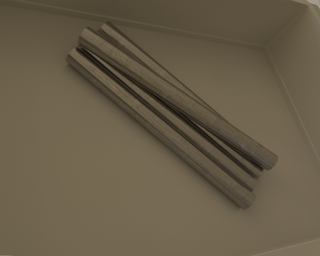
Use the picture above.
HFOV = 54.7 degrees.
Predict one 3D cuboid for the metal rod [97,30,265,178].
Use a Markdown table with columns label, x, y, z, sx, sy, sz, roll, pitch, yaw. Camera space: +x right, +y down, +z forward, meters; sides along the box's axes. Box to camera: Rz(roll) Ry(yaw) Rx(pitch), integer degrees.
| label | x | y | z | sx | sy | sz | roll | pitch | yaw |
| --- | --- | --- | --- | --- | --- | --- | --- | --- | --- |
| metal rod | 0.024 | -0.031 | 0.435 | 0.300 | 0.025 | 0.025 | 40 | 51 | -1 |

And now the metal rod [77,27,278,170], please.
| label | x | y | z | sx | sy | sz | roll | pitch | yaw |
| --- | --- | --- | --- | --- | --- | --- | --- | --- | --- |
| metal rod | 0.028 | -0.035 | 0.407 | 0.301 | 0.025 | 0.025 | 33 | 51 | -6 |

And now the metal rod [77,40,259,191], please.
| label | x | y | z | sx | sy | sz | roll | pitch | yaw |
| --- | --- | --- | --- | --- | --- | --- | --- | --- | --- |
| metal rod | 0.011 | -0.017 | 0.420 | 0.300 | 0.025 | 0.025 | 40 | 51 | -1 |

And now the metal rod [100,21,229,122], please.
| label | x | y | z | sx | sy | sz | roll | pitch | yaw |
| --- | --- | --- | --- | --- | --- | --- | --- | --- | --- |
| metal rod | 0.034 | -0.048 | 0.451 | 0.300 | 0.025 | 0.025 | 40 | 51 | -1 |

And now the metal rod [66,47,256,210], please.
| label | x | y | z | sx | sy | sz | roll | pitch | yaw |
| --- | --- | --- | --- | --- | --- | --- | --- | --- | --- |
| metal rod | 0.002 | 0.001 | 0.404 | 0.300 | 0.025 | 0.025 | 40 | 51 | -1 |
